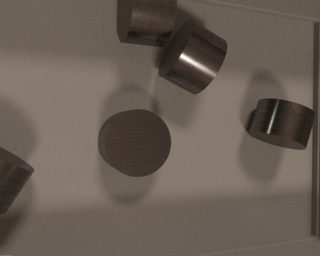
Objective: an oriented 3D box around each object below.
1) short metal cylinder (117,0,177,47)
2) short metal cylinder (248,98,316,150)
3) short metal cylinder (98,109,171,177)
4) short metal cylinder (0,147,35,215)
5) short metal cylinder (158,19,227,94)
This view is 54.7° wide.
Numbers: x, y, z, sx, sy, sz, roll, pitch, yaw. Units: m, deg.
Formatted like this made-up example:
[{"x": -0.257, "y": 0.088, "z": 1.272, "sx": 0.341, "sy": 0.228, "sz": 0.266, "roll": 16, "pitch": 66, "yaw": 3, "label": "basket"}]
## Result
[{"x": -0.018, "y": -0.141, "z": 0.375, "sx": 0.050, "sy": 0.080, "sz": 0.079, "roll": 1, "pitch": 90, "yaw": -21, "label": "short metal cylinder"}, {"x": 0.175, "y": -0.005, "z": 0.448, "sx": 0.080, "sy": 0.080, "sz": 0.050, "roll": 21, "pitch": 83, "yaw": -19, "label": "short metal cylinder"}, {"x": -0.033, "y": 0.017, "z": 0.386, "sx": 0.081, "sy": 0.050, "sz": 0.079, "roll": 0, "pitch": 90, "yaw": -21, "label": "short metal cylinder"}, {"x": -0.179, "y": 0.045, "z": 0.315, "sx": 0.080, "sy": 0.080, "sz": 0.050, "roll": 34, "pitch": 79, "yaw": -17, "label": "short metal cylinder"}, {"x": 0.040, "y": -0.090, "z": 0.397, "sx": 0.050, "sy": 0.080, "sz": 0.080, "roll": 26, "pitch": 81, "yaw": -19, "label": "short metal cylinder"}]
